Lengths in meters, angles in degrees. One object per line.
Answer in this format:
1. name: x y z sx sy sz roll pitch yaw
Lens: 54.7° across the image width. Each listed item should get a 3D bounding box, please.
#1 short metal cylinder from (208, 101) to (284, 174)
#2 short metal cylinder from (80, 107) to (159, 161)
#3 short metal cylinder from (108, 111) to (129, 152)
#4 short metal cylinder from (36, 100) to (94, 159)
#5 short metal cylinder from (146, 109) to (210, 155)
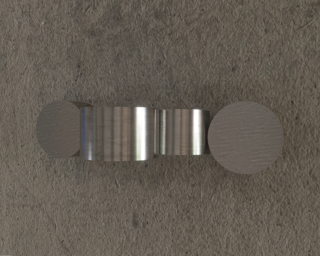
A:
1. short metal cylinder: 0.100 0.010 0.361 0.080 0.050 0.080 0 91 19
2. short metal cylinder: -0.042 0.004 0.322 0.080 0.080 0.050 1 92 20
3. short metal cylinder: -0.056 0.003 0.401 0.080 0.080 0.050 0 90 20
4. short metal cylinder: -0.126 0.002 0.441 0.080 0.050 0.080 0 90 19
5. short metal cylinder: 0.020 0.005 0.374 0.080 0.080 0.050 0 90 20
